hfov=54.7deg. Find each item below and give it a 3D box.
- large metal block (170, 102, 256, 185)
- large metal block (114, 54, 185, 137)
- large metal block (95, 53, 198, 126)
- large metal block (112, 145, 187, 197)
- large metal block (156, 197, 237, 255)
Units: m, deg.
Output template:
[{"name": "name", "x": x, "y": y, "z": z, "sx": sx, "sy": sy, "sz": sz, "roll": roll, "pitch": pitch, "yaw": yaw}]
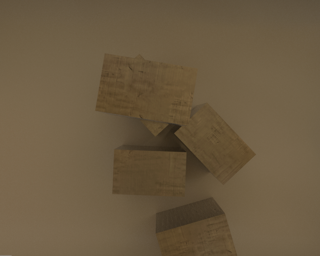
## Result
[{"name": "large metal block", "x": 0.060, "y": 0.016, "z": 0.383, "sx": 0.050, "sy": 0.080, "sz": 0.080, "roll": -43, "pitch": 93, "yaw": 0}, {"name": "large metal block", "x": -0.014, "y": -0.037, "z": 0.384, "sx": 0.050, "sy": 0.080, "sz": 0.080, "roll": -43, "pitch": 90, "yaw": 0}, {"name": "large metal block", "x": -0.011, "y": -0.033, "z": 0.304, "sx": 0.080, "sy": 0.080, "sz": 0.050, "roll": 9, "pitch": 90, "yaw": 0}, {"name": "large metal block", "x": -0.012, "y": 0.050, "z": 0.384, "sx": 0.081, "sy": 0.080, "sz": 0.050, "roll": 2, "pitch": 90, "yaw": -1}, {"name": "large metal block", "x": 0.041, "y": 0.130, "z": 0.385, "sx": 0.080, "sy": 0.080, "sz": 0.050, "roll": -16, "pitch": 90, "yaw": 0}]
